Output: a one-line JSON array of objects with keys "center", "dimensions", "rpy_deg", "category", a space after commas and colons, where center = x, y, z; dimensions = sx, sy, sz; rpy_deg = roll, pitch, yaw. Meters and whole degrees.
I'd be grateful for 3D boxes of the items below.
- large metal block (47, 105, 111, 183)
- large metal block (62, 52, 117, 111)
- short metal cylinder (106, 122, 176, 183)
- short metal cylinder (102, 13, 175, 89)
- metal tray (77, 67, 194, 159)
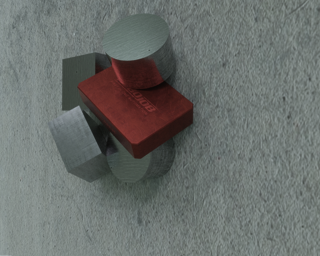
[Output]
[{"center": [-0.109, 0.026, 0.452], "dimensions": [0.050, 0.080, 0.080], "rpy_deg": [-30, 68, -2], "category": "large metal block"}, {"center": [-0.105, -0.066, 0.474], "dimensions": [0.080, 0.050, 0.080], "rpy_deg": [1, 91, 40], "category": "large metal block"}, {"center": [-0.026, 0.030, 0.412], "dimensions": [0.080, 0.050, 0.080], "rpy_deg": [0, 90, 40], "category": "short metal cylinder"}, {"center": [-0.024, -0.095, 0.384], "dimensions": [0.080, 0.050, 0.080], "rpy_deg": [-6, 57, 9], "category": "short metal cylinder"}, {"center": [-0.032, -0.032, 0.392], "dimensions": [0.130, 0.091, 0.030], "rpy_deg": [43, 156, 31], "category": "metal tray"}]
